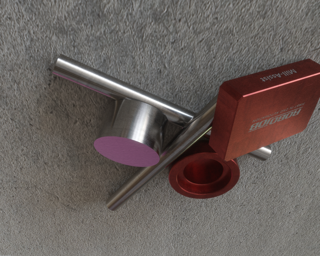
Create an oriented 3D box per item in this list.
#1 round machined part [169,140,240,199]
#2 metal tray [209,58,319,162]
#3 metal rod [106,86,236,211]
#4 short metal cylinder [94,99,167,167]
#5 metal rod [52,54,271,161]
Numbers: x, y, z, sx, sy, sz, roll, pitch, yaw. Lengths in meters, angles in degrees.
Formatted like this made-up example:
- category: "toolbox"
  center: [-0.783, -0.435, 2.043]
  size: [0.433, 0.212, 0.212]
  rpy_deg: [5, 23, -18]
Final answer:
- category: "round machined part"
  center: [0.061, 0.055, 0.445]
  size: [0.099, 0.042, 0.097]
  rpy_deg: [0, 130, 0]
- category: "metal tray"
  center: [0.123, -0.021, 0.352]
  size: [0.131, 0.030, 0.089]
  rpy_deg: [-17, 134, -23]
- category: "metal rod"
  center: [0.003, 0.042, 0.422]
  size: [0.025, 0.025, 0.298]
  rpy_deg: [26, 132, -21]
- category: "short metal cylinder"
  center: [-0.035, 0.008, 0.382]
  size: [0.080, 0.050, 0.080]
  rpy_deg: [10, 151, 6]
- category: "metal rod"
  center: [0.017, -0.018, 0.394]
  size: [0.302, 0.025, 0.025]
  rpy_deg: [22, 127, -18]
